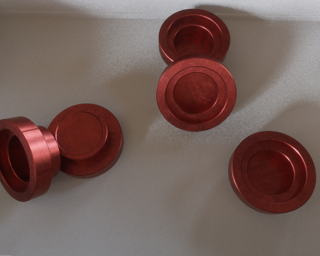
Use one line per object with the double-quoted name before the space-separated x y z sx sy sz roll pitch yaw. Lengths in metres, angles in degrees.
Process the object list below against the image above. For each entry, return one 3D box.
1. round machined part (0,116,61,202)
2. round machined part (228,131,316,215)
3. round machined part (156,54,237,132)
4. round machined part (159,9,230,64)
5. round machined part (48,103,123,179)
"round machined part" -0.156 0.034 0.368 0.042 0.097 0.098 -17 65 -50
"round machined part" 0.133 0.056 0.381 0.099 0.042 0.098 0 70 0
"round machined part" 0.046 -0.048 0.400 0.099 0.097 0.042 4 26 1
"round machined part" 0.047 -0.118 0.444 0.099 0.042 0.098 0 70 0
"round machined part" -0.098 0.013 0.395 0.099 0.042 0.098 0 70 0
